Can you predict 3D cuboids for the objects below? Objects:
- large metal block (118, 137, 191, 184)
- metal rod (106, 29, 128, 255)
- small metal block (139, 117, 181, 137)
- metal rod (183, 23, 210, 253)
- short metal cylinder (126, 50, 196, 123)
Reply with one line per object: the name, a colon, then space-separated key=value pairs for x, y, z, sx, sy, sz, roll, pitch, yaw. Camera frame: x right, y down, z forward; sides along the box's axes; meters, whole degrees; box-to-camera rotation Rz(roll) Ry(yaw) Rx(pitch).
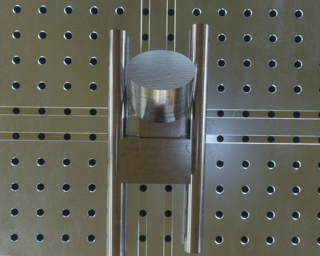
large metal block: x=-0.006 y=0.037 z=0.383 sx=0.081 sy=0.080 sz=0.050 roll=1 pitch=90 yaw=0
metal rod: x=-0.058 y=0.022 z=0.413 sx=0.025 sy=0.025 sz=0.298 roll=1 pitch=90 yaw=0
small metal block: x=0.000 y=-0.001 z=0.401 sx=0.050 sy=0.050 sz=0.025 roll=1 pitch=90 yaw=-1
metal rod: x=0.049 y=0.014 z=0.413 sx=0.025 sy=0.025 sz=0.298 roll=2 pitch=90 yaw=0
short metal cylinder: x=0.001 y=-0.052 z=0.379 sx=0.081 sy=0.050 sz=0.080 roll=1 pitch=46 yaw=-1
